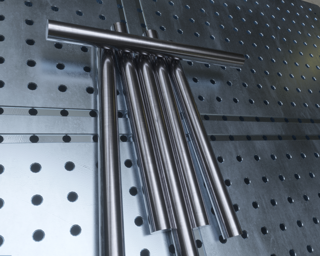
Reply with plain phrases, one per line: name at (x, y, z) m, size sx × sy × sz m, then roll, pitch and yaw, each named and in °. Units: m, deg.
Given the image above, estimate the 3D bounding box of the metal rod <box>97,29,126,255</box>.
metal rod at (-0.062, -0.002, 0.374) m, size 0.025 × 0.025 × 0.299 m, roll 7°, pitch 59°, yaw -25°

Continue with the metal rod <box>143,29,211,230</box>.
metal rod at (0.016, -0.015, 0.427) m, size 0.025 × 0.025 × 0.299 m, roll 1°, pitch 61°, yaw -28°

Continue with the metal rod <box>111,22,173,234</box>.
metal rod at (-0.030, -0.018, 0.403) m, size 0.025 × 0.025 × 0.299 m, roll 1°, pitch 61°, yaw -28°

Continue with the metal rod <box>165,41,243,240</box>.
metal rod at (0.050, 0.000, 0.435) m, size 0.025 × 0.025 × 0.299 m, roll -2°, pitch 63°, yaw -29°

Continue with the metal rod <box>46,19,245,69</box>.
metal rod at (-0.002, -0.115, 0.444) m, size 0.302 × 0.025 × 0.025 m, roll 2°, pitch 61°, yaw -27°

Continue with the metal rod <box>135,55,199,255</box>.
metal rod at (0.005, 0.031, 0.391) m, size 0.025 × 0.025 × 0.299 m, roll 1°, pitch 62°, yaw -28°
